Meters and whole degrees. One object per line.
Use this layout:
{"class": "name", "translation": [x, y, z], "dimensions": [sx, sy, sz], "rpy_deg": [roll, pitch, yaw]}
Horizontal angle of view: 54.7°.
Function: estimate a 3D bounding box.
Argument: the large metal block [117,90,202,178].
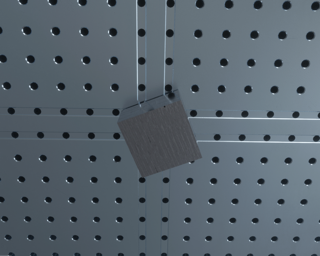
{"class": "large metal block", "translation": [0.001, 0.007, 0.400], "dimensions": [0.080, 0.050, 0.080], "rpy_deg": [-20, 109, 6]}
